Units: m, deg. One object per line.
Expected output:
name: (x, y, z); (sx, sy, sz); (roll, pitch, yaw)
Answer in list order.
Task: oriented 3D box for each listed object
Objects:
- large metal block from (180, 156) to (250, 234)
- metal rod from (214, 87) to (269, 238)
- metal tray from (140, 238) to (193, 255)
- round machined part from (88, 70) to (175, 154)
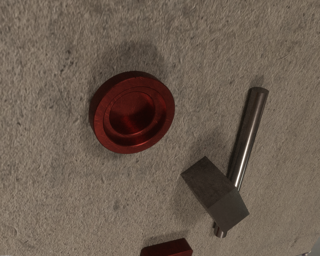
large metal block: (0.086, 0.104, 0.485); (0.050, 0.080, 0.080); (-36, 130, -5)
metal rod: (0.132, 0.074, 0.527); (0.025, 0.025, 0.298); (-8, 122, -25)
metal tray: (0.002, 0.269, 0.574); (0.091, 0.030, 0.129); (-2, 120, -28)
round machined part: (-0.035, -0.021, 0.365); (0.099, 0.042, 0.097); (-14, 125, -21)
